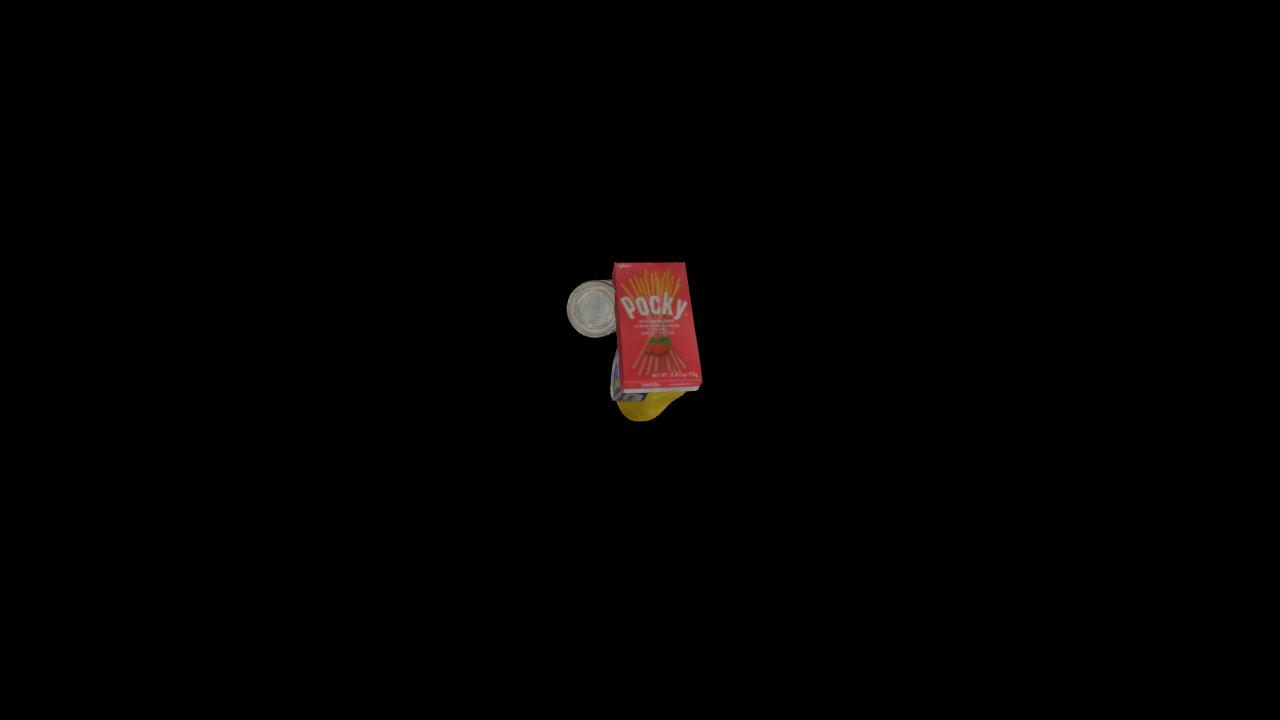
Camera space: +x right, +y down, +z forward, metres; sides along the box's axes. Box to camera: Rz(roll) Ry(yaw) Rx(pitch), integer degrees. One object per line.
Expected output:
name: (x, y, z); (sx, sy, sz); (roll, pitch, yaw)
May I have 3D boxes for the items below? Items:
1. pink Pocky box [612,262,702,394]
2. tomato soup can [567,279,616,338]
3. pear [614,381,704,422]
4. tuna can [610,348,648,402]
pink Pocky box: (0.016, -0.039, 0.673); (0.084, 0.155, 0.029); (-1, -28, -8)
tomato soup can: (-0.045, -0.063, 0.740); (0.068, 0.068, 0.101); (0, 8, 8)
pear: (0.025, 0.030, 0.756); (0.111, 0.080, 0.080); (-20, -6, 17)
tuna can: (-0.009, 0.011, 0.742); (0.034, 0.084, 0.084); (12, -3, -14)
